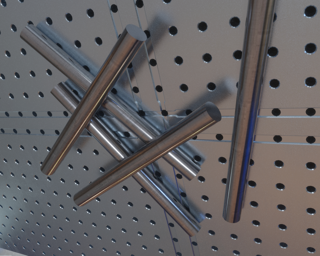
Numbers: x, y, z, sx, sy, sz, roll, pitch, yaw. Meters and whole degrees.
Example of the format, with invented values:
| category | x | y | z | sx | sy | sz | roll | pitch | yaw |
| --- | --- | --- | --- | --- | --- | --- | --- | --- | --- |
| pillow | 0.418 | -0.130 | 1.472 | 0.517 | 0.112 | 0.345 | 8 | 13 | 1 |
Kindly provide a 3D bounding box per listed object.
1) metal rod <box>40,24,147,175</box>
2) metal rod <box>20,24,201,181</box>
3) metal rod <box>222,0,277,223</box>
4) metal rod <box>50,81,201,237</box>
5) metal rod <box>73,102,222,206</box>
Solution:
| category | x | y | z | sx | sy | sz | roll | pitch | yaw |
| --- | --- | --- | --- | --- | --- | --- | --- | --- | --- |
| metal rod | -0.105 | -0.017 | 0.420 | 0.025 | 0.025 | 0.298 | 42 | 129 | -2 |
| metal rod | -0.066 | -0.034 | 0.423 | 0.300 | 0.025 | 0.025 | 40 | 129 | 0 |
| metal rod | 0.097 | -0.004 | 0.356 | 0.025 | 0.025 | 0.298 | 12 | 124 | 21 |
| metal rod | -0.047 | 0.049 | 0.464 | 0.300 | 0.025 | 0.025 | 47 | 129 | -5 |
| metal rod | -0.038 | 0.051 | 0.426 | 0.025 | 0.025 | 0.299 | 49 | 128 | -7 |
